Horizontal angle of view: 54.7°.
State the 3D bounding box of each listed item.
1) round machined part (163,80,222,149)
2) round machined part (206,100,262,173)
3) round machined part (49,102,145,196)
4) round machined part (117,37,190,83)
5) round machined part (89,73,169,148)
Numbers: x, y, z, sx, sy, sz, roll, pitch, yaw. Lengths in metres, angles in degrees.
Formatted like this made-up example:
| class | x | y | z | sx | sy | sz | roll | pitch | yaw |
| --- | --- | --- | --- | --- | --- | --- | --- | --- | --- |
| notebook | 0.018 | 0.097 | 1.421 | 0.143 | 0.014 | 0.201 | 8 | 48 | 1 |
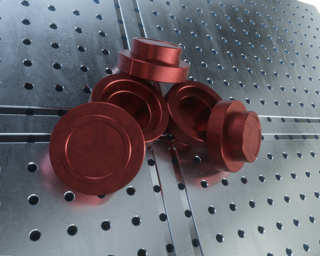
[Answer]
| class | x | y | z | sx | sy | sz | roll | pitch | yaw |
| --- | --- | --- | --- | --- | --- | --- | --- | --- | --- |
| round machined part | 0.045 | -0.015 | 0.432 | 0.099 | 0.042 | 0.098 | 14 | 56 | -21 |
| round machined part | 0.104 | 0.011 | 0.414 | 0.099 | 0.042 | 0.097 | -3 | 94 | -53 |
| round machined part | -0.064 | 0.021 | 0.321 | 0.099 | 0.042 | 0.097 | 0 | 89 | -6 |
| round machined part | -0.007 | -0.096 | 0.421 | 0.099 | 0.042 | 0.098 | 11 | 21 | -4 |
| round machined part | -0.042 | -0.016 | 0.385 | 0.099 | 0.042 | 0.098 | 14 | 56 | -21 |
